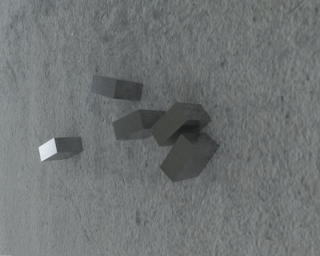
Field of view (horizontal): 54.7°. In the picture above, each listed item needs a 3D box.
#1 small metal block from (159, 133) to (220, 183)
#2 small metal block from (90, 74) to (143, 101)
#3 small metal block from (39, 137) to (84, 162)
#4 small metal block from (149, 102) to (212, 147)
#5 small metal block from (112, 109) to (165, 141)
[{"bbox_3d":[0.035,0.033,0.358,0.025,0.050,0.050,46,117,30],"label":"small metal block"},{"bbox_3d":[-0.061,-0.057,0.437,0.050,0.050,0.025,18,102,38],"label":"small metal block"},{"bbox_3d":[-0.167,0.036,0.523,0.050,0.050,0.025,-26,74,37],"label":"small metal block"},{"bbox_3d":[0.025,-0.004,0.367,0.050,0.050,0.025,-45,63,30],"label":"small metal block"},{"bbox_3d":[-0.025,-0.003,0.407,0.050,0.050,0.025,-22,76,37],"label":"small metal block"}]
